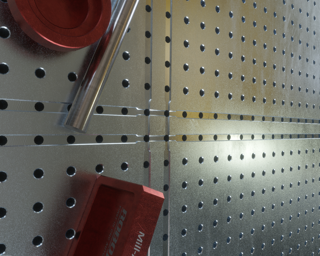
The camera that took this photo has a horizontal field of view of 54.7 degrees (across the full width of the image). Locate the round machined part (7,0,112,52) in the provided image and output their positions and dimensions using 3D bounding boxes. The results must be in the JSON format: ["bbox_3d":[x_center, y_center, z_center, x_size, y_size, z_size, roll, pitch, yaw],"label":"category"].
[{"bbox_3d":[-0.102,-0.126,0.312,0.099,0.042,0.097,0,90,-40],"label":"round machined part"}]

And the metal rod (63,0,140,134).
[{"bbox_3d":[-0.045,-0.136,0.370,0.025,0.025,0.299,30,71,-36],"label":"metal rod"}]

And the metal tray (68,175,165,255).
[{"bbox_3d":[-0.053,0.120,0.322,0.030,0.090,0.130,30,71,-36],"label":"metal tray"}]
